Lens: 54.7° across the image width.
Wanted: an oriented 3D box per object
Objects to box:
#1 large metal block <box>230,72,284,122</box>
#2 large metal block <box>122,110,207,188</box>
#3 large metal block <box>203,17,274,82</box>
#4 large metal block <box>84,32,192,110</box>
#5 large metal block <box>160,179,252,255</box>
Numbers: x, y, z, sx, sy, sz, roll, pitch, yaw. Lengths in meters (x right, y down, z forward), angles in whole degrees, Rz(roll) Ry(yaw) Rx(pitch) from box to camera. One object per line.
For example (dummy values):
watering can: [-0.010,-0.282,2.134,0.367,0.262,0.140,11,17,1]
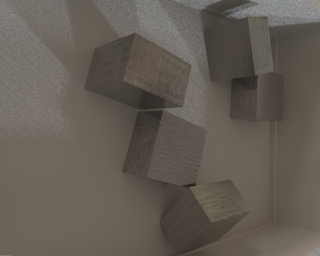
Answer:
large metal block: [0.167,-0.053,0.530,0.081,0.050,0.080,4,88,-40]
large metal block: [0.008,0.029,0.397,0.080,0.050,0.080,22,76,-38]
large metal block: [0.118,-0.117,0.469,0.050,0.080,0.079,-17,101,-39]
large metal block: [-0.025,-0.058,0.349,0.080,0.080,0.050,20,78,-38]
large metal block: [0.060,0.118,0.413,0.081,0.080,0.050,0,46,-40]
